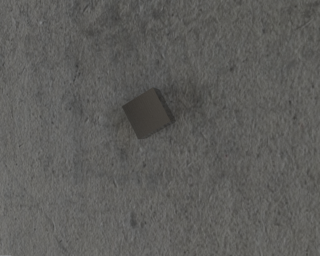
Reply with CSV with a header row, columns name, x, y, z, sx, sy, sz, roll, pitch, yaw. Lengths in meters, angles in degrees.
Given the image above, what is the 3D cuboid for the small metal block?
name,x,y,z,sx,sy,sz,roll,pitch,yaw
small metal block,-0.015,-0.019,0.413,0.050,0.025,0.050,-30,81,17
